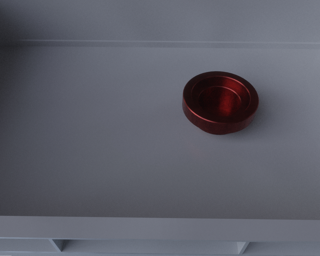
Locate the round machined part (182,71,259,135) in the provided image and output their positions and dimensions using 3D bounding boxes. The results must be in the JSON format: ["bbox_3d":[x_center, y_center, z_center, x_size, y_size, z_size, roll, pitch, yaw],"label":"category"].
[{"bbox_3d":[0.079,-0.029,0.419,0.099,0.042,0.098,0,50,0],"label":"round machined part"}]
